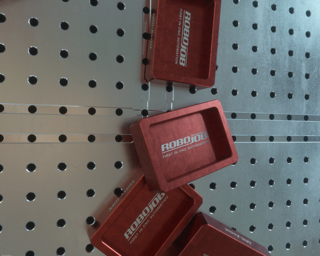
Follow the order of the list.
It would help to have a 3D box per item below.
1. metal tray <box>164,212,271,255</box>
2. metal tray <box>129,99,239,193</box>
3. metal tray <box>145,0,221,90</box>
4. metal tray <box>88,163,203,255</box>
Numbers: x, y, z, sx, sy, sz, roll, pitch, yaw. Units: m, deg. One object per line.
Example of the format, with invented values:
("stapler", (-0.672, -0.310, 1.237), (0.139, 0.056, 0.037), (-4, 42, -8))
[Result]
("metal tray", (0.080, 0.182, 0.425), (0.130, 0.030, 0.090), (32, 99, -17))
("metal tray", (0.035, 0.020, 0.400), (0.131, 0.030, 0.090), (-16, 87, -32))
("metal tray", (0.032, -0.123, 0.421), (0.091, 0.030, 0.129), (6, 88, -20))
("metal tray", (-0.017, 0.115, 0.403), (0.090, 0.030, 0.130), (44, 76, -15))
